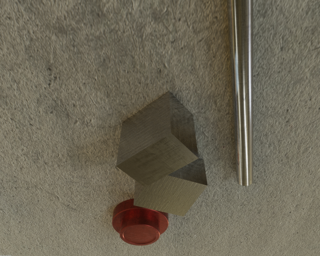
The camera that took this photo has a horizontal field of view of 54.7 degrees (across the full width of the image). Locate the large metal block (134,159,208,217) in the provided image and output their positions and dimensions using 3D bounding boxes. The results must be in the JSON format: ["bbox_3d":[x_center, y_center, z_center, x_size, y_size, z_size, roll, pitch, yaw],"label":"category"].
[{"bbox_3d":[0.013,0.080,0.459,0.081,0.050,0.079,17,128,-14],"label":"large metal block"}]

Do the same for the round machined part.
[{"bbox_3d":[-0.034,0.169,0.539,0.099,0.042,0.097,0,130,0],"label":"round machined part"}]

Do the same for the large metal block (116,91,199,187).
[{"bbox_3d":[-0.003,0.013,0.382,0.080,0.080,0.050,-32,123,24],"label":"large metal block"}]

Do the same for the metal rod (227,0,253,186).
[{"bbox_3d":[0.102,-0.032,0.380,0.025,0.025,0.298,-9,130,7],"label":"metal rod"}]
